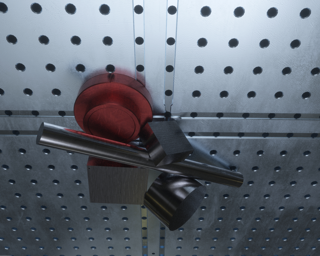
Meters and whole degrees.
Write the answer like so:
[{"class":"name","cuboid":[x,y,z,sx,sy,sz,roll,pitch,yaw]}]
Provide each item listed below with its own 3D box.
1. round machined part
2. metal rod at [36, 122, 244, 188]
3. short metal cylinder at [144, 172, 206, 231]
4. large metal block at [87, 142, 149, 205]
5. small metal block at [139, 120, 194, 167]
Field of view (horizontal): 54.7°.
[{"class":"round machined part","cuboid":[-0.058,-0.015,0.387,0.099,0.042,0.097,-1,130,0]},{"class":"metal rod","cuboid":[-0.003,0.043,0.406,0.302,0.025,0.025,17,129,-31]},{"class":"short metal cylinder","cuboid":[0.023,0.102,0.454,0.080,0.050,0.080,-36,145,-29]},{"class":"large metal block","cuboid":[-0.058,0.065,0.446,0.081,0.050,0.079,4,130,-4]},{"class":"small metal block","cuboid":[0.008,0.018,0.398,0.050,0.050,0.025,-5,145,-44]}]
